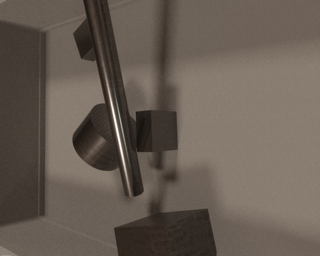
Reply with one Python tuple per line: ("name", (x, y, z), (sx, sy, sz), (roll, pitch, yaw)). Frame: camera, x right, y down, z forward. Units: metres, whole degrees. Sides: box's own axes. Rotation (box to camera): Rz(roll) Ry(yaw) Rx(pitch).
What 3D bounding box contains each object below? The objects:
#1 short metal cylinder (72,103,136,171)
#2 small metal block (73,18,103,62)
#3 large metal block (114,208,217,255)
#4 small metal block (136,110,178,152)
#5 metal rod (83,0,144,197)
("short metal cylinder", (-0.072, 0.012, 0.428), (0.050, 0.081, 0.080), (-46, 63, 30))
("small metal block", (-0.108, -0.143, 0.493), (0.050, 0.025, 0.050), (-32, 70, 35))
("large metal block", (0.007, 0.131, 0.364), (0.080, 0.081, 0.050), (-18, 79, 38))
("small metal block", (-0.003, 0.004, 0.391), (0.025, 0.050, 0.050), (-3, 88, 39))
("metal rod", (-0.056, -0.059, 0.351), (0.025, 0.025, 0.298), (6, 113, 39))
